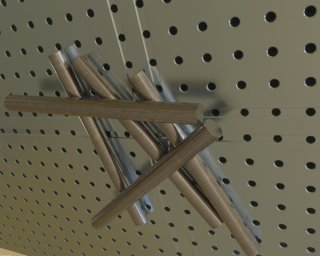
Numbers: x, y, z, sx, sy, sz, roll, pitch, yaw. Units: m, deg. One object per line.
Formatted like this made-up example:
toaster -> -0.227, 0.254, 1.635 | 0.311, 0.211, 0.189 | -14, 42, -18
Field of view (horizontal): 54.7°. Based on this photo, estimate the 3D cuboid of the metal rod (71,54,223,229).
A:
metal rod -> -0.012, 0.023, 0.430 | 0.025, 0.025, 0.300 | -34, 100, 38

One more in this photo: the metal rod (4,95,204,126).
metal rod -> -0.091, -0.027, 0.408 | 0.301, 0.025, 0.025 | 5, 121, 25

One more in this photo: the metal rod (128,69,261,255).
metal rod -> 0.052, 0.054, 0.416 | 0.025, 0.025, 0.299 | -25, 105, 36

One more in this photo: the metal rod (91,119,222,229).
metal rod -> -0.023, 0.081, 0.439 | 0.025, 0.025, 0.299 | 44, 129, -3

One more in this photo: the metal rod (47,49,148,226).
metal rod -> -0.087, 0.027, 0.471 | 0.025, 0.025, 0.299 | -10, 114, 32
